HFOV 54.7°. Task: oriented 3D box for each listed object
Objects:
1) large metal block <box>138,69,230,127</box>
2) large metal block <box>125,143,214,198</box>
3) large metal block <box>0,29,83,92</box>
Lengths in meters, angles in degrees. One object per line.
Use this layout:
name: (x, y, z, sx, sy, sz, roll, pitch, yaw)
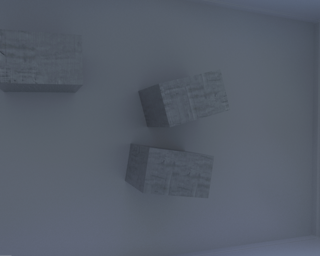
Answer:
large metal block: (0.027, -0.035, 0.392, 0.081, 0.080, 0.050, -16, 96, -20)
large metal block: (0.009, 0.051, 0.386, 0.081, 0.080, 0.050, 9, 87, -20)
large metal block: (-0.129, -0.067, 0.334, 0.081, 0.080, 0.050, -2, 91, -20)
